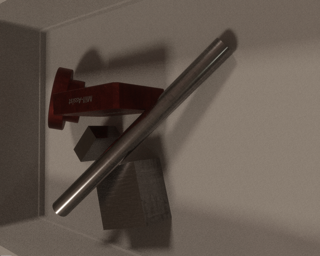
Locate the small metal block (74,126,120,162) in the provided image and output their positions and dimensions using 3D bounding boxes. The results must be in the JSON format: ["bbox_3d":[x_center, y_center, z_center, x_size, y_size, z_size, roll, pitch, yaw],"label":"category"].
[{"bbox_3d":[-0.092,0.023,0.464,0.025,0.050,0.050,52,120,27],"label":"small metal block"}]

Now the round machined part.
[{"bbox_3d":[-0.146,-0.044,0.492,0.098,0.042,0.097,-169,89,-77],"label":"round machined part"}]

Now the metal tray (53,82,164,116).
[{"bbox_3d":[-0.070,-0.035,0.420,0.130,0.091,0.030,-3,88,39],"label":"metal tray"}]

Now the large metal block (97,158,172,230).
[{"bbox_3d":[-0.038,0.090,0.420,0.080,0.050,0.080,-19,78,38],"label":"large metal block"}]

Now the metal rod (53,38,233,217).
[{"bbox_3d":[-0.031,0.009,0.384,0.299,0.025,0.025,-44,63,14],"label":"metal rod"}]
